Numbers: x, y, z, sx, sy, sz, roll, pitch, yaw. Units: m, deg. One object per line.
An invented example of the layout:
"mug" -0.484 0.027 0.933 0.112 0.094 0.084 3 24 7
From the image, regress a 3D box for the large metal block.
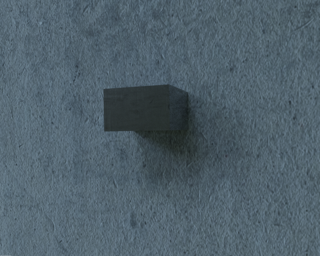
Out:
"large metal block" -0.014 -0.022 0.385 0.080 0.080 0.050 -1 90 19
